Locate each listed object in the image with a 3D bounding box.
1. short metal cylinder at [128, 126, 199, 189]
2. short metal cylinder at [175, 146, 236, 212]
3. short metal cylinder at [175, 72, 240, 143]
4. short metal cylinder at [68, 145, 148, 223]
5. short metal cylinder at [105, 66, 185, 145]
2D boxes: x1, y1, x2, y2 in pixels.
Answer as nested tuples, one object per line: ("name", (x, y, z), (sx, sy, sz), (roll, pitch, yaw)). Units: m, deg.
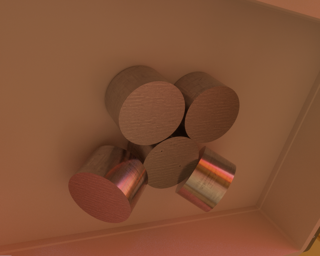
("short metal cylinder", (0.004, 0.033, 0.413), (0.081, 0.050, 0.079), (-14, 125, -21))
("short metal cylinder", (0.065, 0.073, 0.445), (0.050, 0.080, 0.080), (33, 103, 1))
("short metal cylinder", (0.056, -0.027, 0.406), (0.081, 0.050, 0.079), (-14, 125, -21))
("short metal cylinder", (-0.061, 0.068, 0.374), (0.050, 0.080, 0.079), (-57, 149, -50))
("short metal cylinder", (-0.018, -0.027, 0.364), (0.081, 0.050, 0.079), (-14, 125, -21))
